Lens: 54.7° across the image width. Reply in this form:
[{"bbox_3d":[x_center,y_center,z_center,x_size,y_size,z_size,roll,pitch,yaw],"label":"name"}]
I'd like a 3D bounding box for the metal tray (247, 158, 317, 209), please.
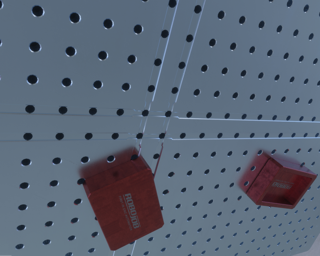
[{"bbox_3d":[0.243,0.113,0.613,0.131,0.030,0.089,15,110,-35],"label":"metal tray"}]

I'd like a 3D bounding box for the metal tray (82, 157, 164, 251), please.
[{"bbox_3d":[-0.049,0.113,0.453,0.091,0.030,0.129,-22,127,-16],"label":"metal tray"}]
